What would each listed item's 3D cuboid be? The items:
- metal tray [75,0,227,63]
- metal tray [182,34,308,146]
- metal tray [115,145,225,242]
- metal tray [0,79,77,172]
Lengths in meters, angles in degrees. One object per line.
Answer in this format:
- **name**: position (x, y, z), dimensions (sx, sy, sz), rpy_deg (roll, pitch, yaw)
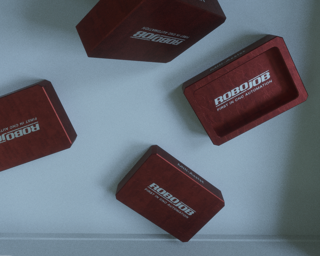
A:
- **metal tray**: position (-0.003, -0.103, 0.305), dimensions (0.090, 0.131, 0.030), rpy_deg (-30, 79, 36)
- **metal tray**: position (0.105, -0.046, 0.392), dimensions (0.130, 0.030, 0.090), rpy_deg (-29, 108, 10)
- **metal tray**: position (0.015, 0.096, 0.444), dimensions (0.130, 0.030, 0.090), rpy_deg (37, 106, -13)
- **metal tray**: position (-0.189, 0.001, 0.407), dimensions (0.130, 0.030, 0.090), rpy_deg (-19, 109, 6)
